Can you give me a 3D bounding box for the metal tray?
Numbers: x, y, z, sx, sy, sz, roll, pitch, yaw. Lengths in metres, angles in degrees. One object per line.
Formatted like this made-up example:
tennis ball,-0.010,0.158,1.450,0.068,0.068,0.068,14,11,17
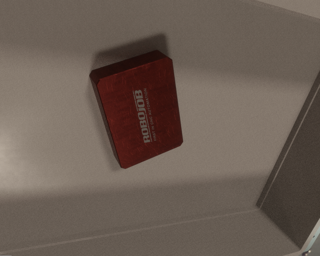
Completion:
metal tray,-0.024,-0.020,0.382,0.091,0.030,0.129,-22,127,-16
